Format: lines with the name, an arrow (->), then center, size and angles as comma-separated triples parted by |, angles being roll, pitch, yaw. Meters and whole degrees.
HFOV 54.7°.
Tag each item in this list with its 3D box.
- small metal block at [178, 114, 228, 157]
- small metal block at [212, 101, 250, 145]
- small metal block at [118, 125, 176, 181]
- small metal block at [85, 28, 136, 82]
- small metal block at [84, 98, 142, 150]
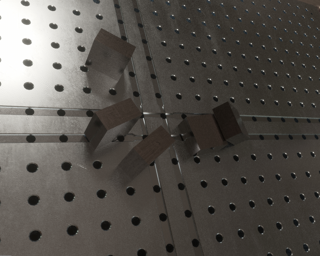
small metal block -> 0.060, 0.010, 0.437 | 0.050, 0.025, 0.050 | -8, 66, -32
small metal block -> 0.105, -0.006, 0.456 | 0.050, 0.025, 0.050 | 23, 44, -59
small metal block -> -0.016, 0.030, 0.367 | 0.025, 0.050, 0.050 | 47, 51, 4
small metal block -> -0.067, -0.097, 0.416 | 0.050, 0.050, 0.025 | 26, 53, -13
small metal block -> -0.056, -0.005, 0.366 | 0.050, 0.050, 0.025 | -28, 77, -37
